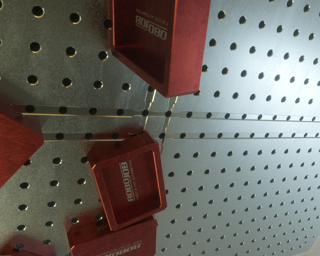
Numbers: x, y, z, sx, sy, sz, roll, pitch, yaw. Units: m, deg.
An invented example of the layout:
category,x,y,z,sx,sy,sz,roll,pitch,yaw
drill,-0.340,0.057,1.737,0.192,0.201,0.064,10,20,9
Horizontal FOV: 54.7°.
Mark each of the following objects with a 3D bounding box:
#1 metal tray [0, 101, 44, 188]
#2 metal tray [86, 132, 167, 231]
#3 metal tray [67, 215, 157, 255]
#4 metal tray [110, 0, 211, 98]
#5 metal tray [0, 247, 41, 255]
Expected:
category,x,y,z,sx,sy,sz,roll,pitch,yaw
metal tray,-0.199,0.029,0.318,0.130,0.030,0.090,-45,130,3
metal tray,-0.042,0.077,0.434,0.091,0.030,0.129,-20,126,-17
metal tray,-0.071,0.182,0.483,0.131,0.030,0.089,-12,124,-22
metal tray,-0.008,-0.093,0.281,0.030,0.130,0.089,-12,124,-26
metal tray,-0.217,0.233,0.434,0.130,0.030,0.090,-45,130,3
